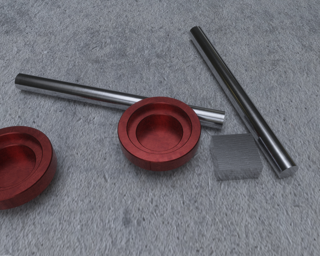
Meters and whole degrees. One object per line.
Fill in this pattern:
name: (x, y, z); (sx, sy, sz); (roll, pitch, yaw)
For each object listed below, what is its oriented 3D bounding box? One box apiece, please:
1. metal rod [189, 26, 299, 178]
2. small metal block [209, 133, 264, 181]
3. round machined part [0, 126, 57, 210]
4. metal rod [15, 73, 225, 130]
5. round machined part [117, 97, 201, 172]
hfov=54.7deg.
metal rod: (0.106, -0.058, 0.452); (0.025, 0.025, 0.300); (-13, 51, -11)
small metal block: (0.090, 0.035, 0.375); (0.050, 0.025, 0.050); (-3, 50, -3)
round machined part: (-0.167, 0.048, 0.351); (0.099, 0.042, 0.098); (0, 50, 0)
metal rod: (-0.062, -0.040, 0.435); (0.301, 0.025, 0.025); (12, 51, 9)
round machined part: (0.000, 0.011, 0.381); (0.099, 0.042, 0.098); (0, 53, 1)
